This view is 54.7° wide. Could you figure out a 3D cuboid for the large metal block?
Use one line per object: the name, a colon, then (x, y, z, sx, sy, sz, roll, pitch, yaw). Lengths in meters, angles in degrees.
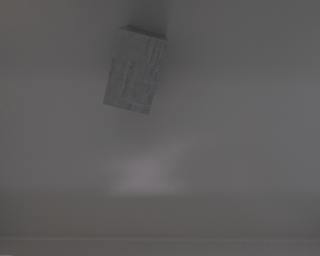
large metal block: (-0.026, -0.070, 0.356, 0.050, 0.080, 0.079, 14, 110, -5)
